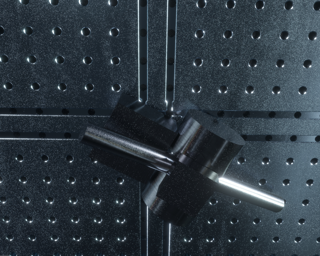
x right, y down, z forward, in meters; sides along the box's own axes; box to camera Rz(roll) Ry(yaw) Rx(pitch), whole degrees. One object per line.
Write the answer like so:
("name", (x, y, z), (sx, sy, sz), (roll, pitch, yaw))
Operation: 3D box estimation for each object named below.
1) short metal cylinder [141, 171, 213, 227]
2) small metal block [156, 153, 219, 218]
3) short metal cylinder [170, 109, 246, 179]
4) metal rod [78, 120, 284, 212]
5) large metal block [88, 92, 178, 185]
("short metal cylinder", (0.023, 0.083, 0.411), (0.080, 0.080, 0.050), (28, 108, -10))
("small metal block", (0.031, 0.064, 0.349), (0.050, 0.025, 0.050), (30, 108, -2))
("short metal cylinder", (0.058, 0.018, 0.388), (0.080, 0.080, 0.050), (26, 108, -10))
("metal rod", (0.045, 0.057, 0.389), (0.302, 0.025, 0.025), (23, 109, -25))
("large metal block", (-0.033, 0.013, 0.398), (0.080, 0.050, 0.080), (28, 108, -10))
